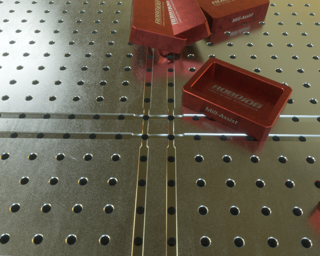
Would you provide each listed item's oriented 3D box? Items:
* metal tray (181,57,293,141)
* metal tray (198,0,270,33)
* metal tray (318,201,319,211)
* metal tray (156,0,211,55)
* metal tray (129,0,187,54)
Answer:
[{"bbox_3d":[0.108,-0.046,0.443,0.130,0.030,0.090,27,55,21],"label":"metal tray"},{"bbox_3d":[0.133,-0.237,0.604,0.131,0.030,0.090,-23,54,-18],"label":"metal tray"},{"bbox_3d":[0.253,0.086,0.334,0.131,0.030,0.090,-22,53,-18],"label":"metal tray"},{"bbox_3d":[0.026,-0.193,0.549,0.090,0.030,0.130,-21,51,8],"label":"metal tray"},{"bbox_3d":[-0.004,-0.189,0.542,0.091,0.030,0.130,9,49,-13],"label":"metal tray"}]
